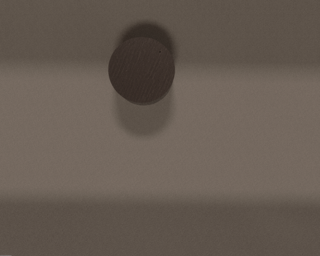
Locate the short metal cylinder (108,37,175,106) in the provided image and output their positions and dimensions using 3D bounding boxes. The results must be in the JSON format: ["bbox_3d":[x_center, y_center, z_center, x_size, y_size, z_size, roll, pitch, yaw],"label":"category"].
[{"bbox_3d":[-0.022,-0.070,0.399,0.081,0.050,0.079,0,90,-1],"label":"short metal cylinder"}]
